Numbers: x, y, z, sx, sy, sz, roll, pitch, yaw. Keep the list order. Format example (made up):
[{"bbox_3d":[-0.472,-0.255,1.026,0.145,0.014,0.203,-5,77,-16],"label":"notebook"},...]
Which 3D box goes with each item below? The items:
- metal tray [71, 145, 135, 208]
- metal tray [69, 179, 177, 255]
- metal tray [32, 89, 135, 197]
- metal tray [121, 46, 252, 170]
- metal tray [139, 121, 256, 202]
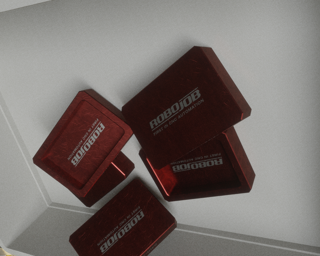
[{"bbox_3d":[-0.112,0.068,0.504,0.090,0.030,0.129,45,129,-4],"label":"metal tray"},{"bbox_3d":[-0.052,0.149,0.446,0.090,0.130,0.030,43,165,26],"label":"metal tray"},{"bbox_3d":[-0.105,0.022,0.434,0.090,0.030,0.130,38,104,-2],"label":"metal tray"},{"bbox_3d":[0.024,-0.020,0.355,0.130,0.030,0.090,-36,81,33],"label":"metal tray"},{"bbox_3d":[0.046,0.048,0.409,0.130,0.030,0.090,-16,110,34],"label":"metal tray"}]
